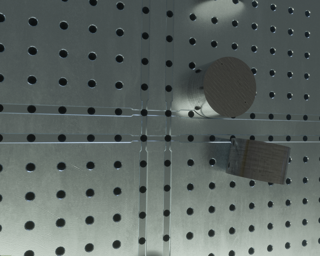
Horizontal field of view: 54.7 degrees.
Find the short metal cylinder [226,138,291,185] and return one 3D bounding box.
[{"bbox_3d":[0.137,0.046,0.434,0.081,0.080,0.050,12,86,-20],"label":"short metal cylinder"}]

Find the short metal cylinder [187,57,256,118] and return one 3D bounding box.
[{"bbox_3d":[0.085,-0.054,0.430,0.081,0.050,0.079,0,90,-20],"label":"short metal cylinder"}]
